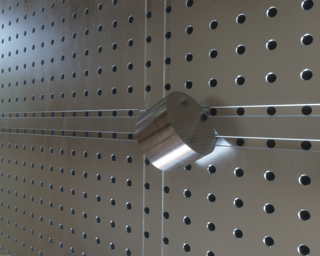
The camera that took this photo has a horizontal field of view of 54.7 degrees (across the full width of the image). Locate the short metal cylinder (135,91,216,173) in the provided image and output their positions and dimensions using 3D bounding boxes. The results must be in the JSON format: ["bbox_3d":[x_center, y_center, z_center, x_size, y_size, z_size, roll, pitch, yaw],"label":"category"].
[{"bbox_3d":[0.019,0.005,0.357,0.050,0.081,0.080,-34,69,34],"label":"short metal cylinder"}]
